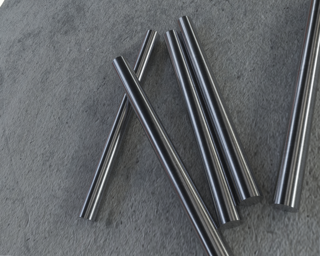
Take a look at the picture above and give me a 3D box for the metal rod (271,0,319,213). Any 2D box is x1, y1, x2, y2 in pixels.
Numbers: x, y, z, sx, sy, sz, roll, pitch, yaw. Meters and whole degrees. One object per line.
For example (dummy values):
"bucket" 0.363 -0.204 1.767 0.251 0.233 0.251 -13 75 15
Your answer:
"metal rod" 0.166 -0.055 0.350 0.025 0.025 0.300 6 64 31

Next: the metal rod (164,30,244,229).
"metal rod" 0.045 -0.023 0.394 0.025 0.025 0.299 -23 53 14

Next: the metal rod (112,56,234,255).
"metal rod" 0.000 0.016 0.375 0.025 0.025 0.299 -33 57 7

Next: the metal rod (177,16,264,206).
"metal rod" 0.065 -0.046 0.397 0.025 0.025 0.299 -23 53 14

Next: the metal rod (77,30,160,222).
"metal rod" -0.051 -0.019 0.441 0.025 0.025 0.300 2 63 29
